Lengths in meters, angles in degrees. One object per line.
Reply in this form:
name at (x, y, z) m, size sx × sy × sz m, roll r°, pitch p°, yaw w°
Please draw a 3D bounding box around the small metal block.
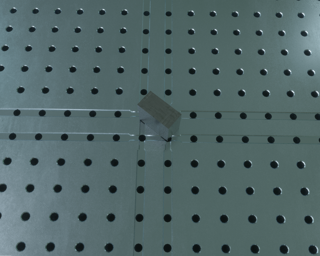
small metal block at (-0.001, -0.014, 0.403) m, size 0.050 × 0.050 × 0.025 m, roll 38°, pitch 74°, yaw 12°
